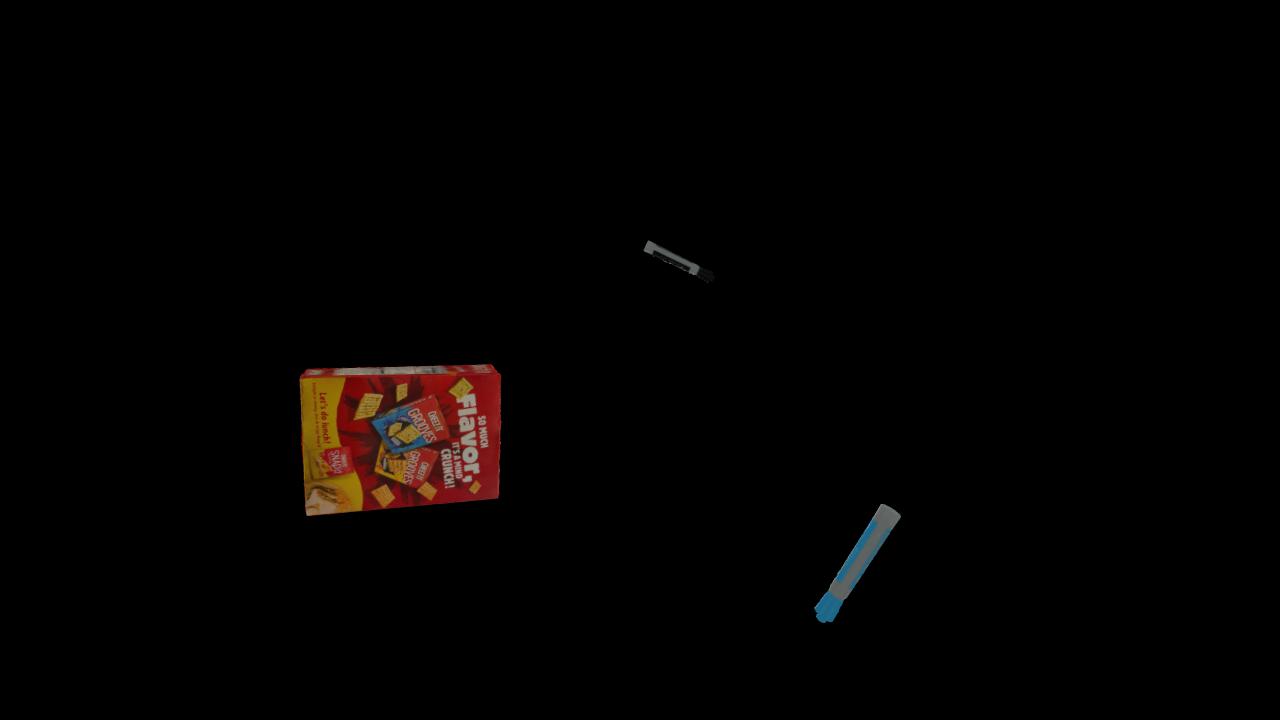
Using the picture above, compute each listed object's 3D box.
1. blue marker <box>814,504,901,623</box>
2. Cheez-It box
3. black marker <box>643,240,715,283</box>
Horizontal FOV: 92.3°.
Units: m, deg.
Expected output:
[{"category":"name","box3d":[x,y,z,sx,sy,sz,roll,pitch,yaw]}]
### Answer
[{"category":"blue marker","box3d":[0.191,0.183,0.547,0.020,0.121,0.020,28,10,-5]},{"category":"Cheez-It box","box3d":[-0.286,0.092,0.752,0.223,0.166,0.071,-1,12,-22]},{"category":"black marker","box3d":[0.063,-0.155,0.977,0.121,0.020,0.020,26,-1,-2]}]
